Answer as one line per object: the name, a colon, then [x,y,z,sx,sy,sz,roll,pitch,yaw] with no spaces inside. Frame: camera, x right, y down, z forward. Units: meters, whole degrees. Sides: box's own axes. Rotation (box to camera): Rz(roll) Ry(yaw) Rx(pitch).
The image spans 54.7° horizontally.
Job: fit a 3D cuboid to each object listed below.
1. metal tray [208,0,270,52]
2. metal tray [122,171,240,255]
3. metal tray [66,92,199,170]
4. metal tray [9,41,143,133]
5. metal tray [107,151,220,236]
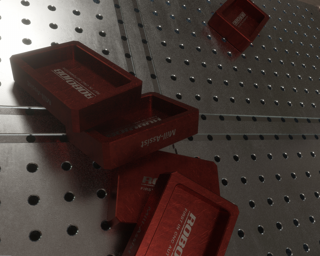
metal tray: [0.163,-0.219,0.629,0.090,0.030,0.131,40,51,-1]
metal tray: [0.018,0.120,0.311,0.090,0.030,0.130,32,69,-16]
metal tray: [-0.030,-0.004,0.359,0.131,0.030,0.090,-20,32,-36]
metal tray: [-0.095,-0.054,0.352,0.130,0.030,0.091,35,45,29]
metal tray: [0.009,0.075,0.365,0.131,0.030,0.090,13,56,-21]
